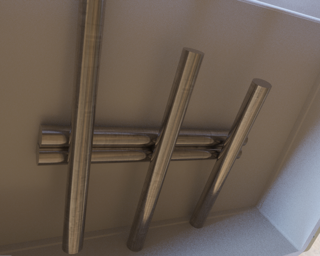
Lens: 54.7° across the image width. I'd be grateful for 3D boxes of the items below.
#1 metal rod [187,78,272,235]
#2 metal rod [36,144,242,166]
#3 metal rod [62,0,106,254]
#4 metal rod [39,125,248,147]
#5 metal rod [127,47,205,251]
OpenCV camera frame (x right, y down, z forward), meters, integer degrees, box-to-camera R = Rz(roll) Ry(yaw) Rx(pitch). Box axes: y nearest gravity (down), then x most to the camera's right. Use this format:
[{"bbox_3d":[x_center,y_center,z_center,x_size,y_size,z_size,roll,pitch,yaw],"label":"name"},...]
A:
[{"bbox_3d":[0.094,0.063,0.470,0.025,0.025,0.298,-4,129,-27],"label":"metal rod"},{"bbox_3d":[-0.008,0.034,0.426,0.303,0.025,0.025,2,118,-30],"label":"metal rod"},{"bbox_3d":[-0.085,0.007,0.335,0.025,0.025,0.298,-1,111,-29],"label":"metal rod"},{"bbox_3d":[-0.001,0.013,0.416,0.303,0.025,0.025,2,118,-30],"label":"metal rod"},{"bbox_3d":[0.000,0.045,0.404,0.025,0.025,0.298,1,118,-30],"label":"metal rod"}]
